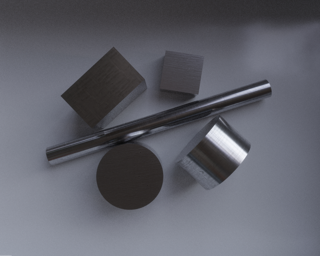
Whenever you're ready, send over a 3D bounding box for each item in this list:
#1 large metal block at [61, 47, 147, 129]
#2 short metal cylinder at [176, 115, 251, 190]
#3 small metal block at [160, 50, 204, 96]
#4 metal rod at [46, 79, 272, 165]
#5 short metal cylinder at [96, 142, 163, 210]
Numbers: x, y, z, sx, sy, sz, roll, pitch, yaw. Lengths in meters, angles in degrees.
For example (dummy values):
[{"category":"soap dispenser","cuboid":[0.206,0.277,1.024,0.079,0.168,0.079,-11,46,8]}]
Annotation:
[{"category":"large metal block","cuboid":[-0.063,-0.045,0.382,0.080,0.080,0.050,-43,91,0]},{"category":"short metal cylinder","cuboid":[0.065,0.030,0.384,0.050,0.080,0.080,43,90,-1]},{"category":"small metal block","cuboid":[0.028,-0.072,0.410,0.050,0.025,0.050,9,90,-1]},{"category":"metal rod","cuboid":[-0.001,-0.008,0.410,0.302,0.025,0.025,-17,90,-1]},{"category":"short metal cylinder","cuboid":[-0.036,0.058,0.396,0.081,0.050,0.079,0,90,-1]}]
